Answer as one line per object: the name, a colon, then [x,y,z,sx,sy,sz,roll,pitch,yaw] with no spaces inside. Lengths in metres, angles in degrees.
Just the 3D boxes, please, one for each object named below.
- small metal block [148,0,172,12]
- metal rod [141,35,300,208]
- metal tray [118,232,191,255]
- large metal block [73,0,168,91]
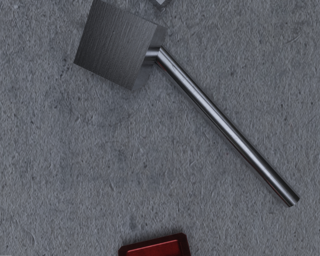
small metal block: [0.000,-0.193,0.410,0.050,0.025,0.050,43,90,0]
metal rod: [0.075,-0.014,0.410,0.025,0.025,0.300,-42,90,0]
metal tray: [0.001,0.197,0.364,0.091,0.130,0.030,-13,132,0]
large metal block: [-0.047,-0.101,0.380,0.080,0.050,0.079,26,109,8]
